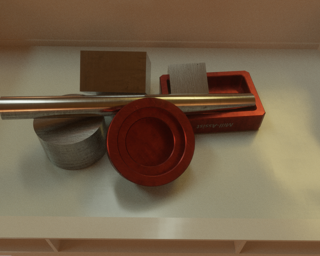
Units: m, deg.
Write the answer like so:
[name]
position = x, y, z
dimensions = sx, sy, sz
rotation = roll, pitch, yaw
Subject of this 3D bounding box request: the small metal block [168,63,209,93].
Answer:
[small metal block]
position = 0.038, -0.061, 0.427
dimensions = 0.050, 0.025, 0.050
rotation = -4, 76, -3

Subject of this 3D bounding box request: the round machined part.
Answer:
[round machined part]
position = -0.013, 0.017, 0.357
dimensions = 0.099, 0.042, 0.097
rotation = 2, 83, -15

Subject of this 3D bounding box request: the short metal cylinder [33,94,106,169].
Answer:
[short metal cylinder]
position = -0.107, 0.004, 0.381
dimensions = 0.081, 0.050, 0.080
rotation = 0, 50, 0

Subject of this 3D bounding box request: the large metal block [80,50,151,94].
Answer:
[large metal block]
position = -0.056, -0.070, 0.416
dimensions = 0.080, 0.080, 0.050
rotation = 2, 92, 2

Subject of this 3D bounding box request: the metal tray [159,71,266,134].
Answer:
[metal tray]
position = 0.068, -0.037, 0.431
dimensions = 0.131, 0.030, 0.090
rotation = -3, 50, -4

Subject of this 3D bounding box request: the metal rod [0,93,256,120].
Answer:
[metal rod]
position = -0.023, -0.028, 0.372
dimensions = 0.303, 0.025, 0.025
rotation = -3, 49, -17
